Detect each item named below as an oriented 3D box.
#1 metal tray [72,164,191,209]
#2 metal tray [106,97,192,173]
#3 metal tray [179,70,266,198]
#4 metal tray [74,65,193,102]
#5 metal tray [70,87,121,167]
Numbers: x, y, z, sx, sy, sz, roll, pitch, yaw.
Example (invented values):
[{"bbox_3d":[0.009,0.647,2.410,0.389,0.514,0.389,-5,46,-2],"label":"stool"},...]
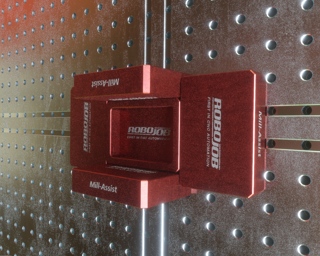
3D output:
[{"bbox_3d":[-0.037,0.068,0.394,0.130,0.091,0.030,1,91,39],"label":"metal tray"},{"bbox_3d":[-0.018,0.007,0.416,0.130,0.030,0.089,1,91,39],"label":"metal tray"},{"bbox_3d":[0.068,0.005,0.347,0.090,0.030,0.129,1,91,38],"label":"metal tray"},{"bbox_3d":[-0.035,-0.052,0.394,0.130,0.091,0.030,1,91,39],"label":"metal tray"},{"bbox_3d":[-0.102,-0.001,0.487,0.090,0.030,0.129,1,91,39],"label":"metal tray"}]
